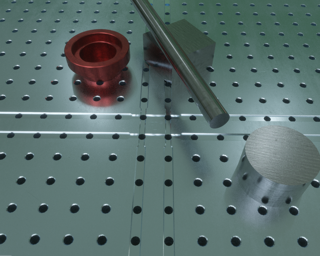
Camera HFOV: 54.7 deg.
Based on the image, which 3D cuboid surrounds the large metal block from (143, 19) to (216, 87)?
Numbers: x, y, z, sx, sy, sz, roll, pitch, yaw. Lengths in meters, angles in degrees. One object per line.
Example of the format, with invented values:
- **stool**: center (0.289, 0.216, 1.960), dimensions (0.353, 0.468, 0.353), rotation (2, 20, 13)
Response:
- **large metal block**: center (0.029, -0.122, 0.495), dimensions (0.081, 0.050, 0.080), rotation (-27, 55, -21)

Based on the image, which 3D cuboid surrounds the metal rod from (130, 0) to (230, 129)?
- **metal rod**: center (0.014, -0.116, 0.440), dimensions (0.025, 0.025, 0.299), rotation (-16, 52, -14)

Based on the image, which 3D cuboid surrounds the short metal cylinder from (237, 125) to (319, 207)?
- **short metal cylinder**: center (0.134, 0.043, 0.357), dimensions (0.081, 0.050, 0.080), rotation (0, 50, 0)

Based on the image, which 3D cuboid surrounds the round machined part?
- **round machined part**: center (-0.096, -0.111, 0.488), dimensions (0.099, 0.042, 0.098), rotation (0, 50, 0)
